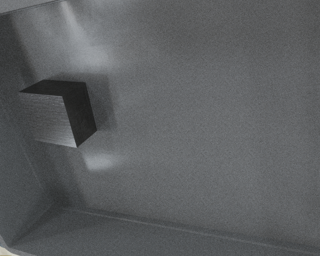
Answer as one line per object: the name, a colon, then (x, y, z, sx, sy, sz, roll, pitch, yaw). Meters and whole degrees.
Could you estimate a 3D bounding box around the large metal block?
large metal block: (-0.148, -0.023, 0.457, 0.080, 0.050, 0.079, 7, 122, 24)
